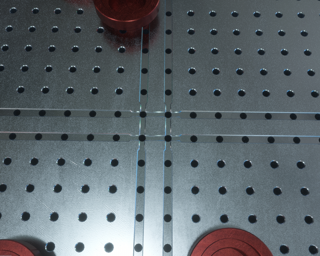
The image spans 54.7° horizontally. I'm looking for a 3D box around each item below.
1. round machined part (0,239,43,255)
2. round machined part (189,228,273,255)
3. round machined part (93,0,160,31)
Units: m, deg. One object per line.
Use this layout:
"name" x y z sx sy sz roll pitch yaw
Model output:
"round machined part" -0.170 0.173 0.337 0.099 0.042 0.098 0 70 -1
"round machined part" 0.077 0.163 0.344 0.099 0.042 0.098 0 70 -1
"round machined part" -0.049 -0.188 0.471 0.099 0.042 0.098 0 70 -1
